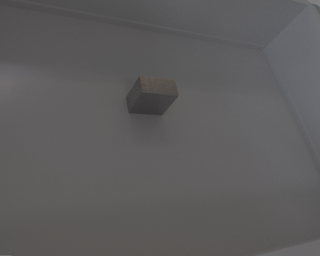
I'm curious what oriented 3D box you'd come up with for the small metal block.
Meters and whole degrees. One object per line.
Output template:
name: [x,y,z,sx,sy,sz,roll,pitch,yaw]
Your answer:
small metal block: [-0.011,-0.041,0.408,0.050,0.050,0.025,3,61,-27]
